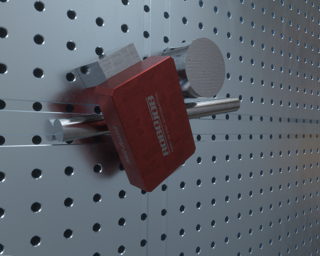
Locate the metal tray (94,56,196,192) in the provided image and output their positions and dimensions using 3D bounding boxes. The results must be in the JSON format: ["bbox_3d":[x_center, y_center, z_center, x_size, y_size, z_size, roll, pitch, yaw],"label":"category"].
[{"bbox_3d":[-0.010,-0.005,0.349,0.091,0.030,0.129,-37,124,-33],"label":"metal tray"}]

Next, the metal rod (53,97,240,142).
[{"bbox_3d":[0.009,-0.018,0.419,0.302,0.025,0.025,-10,97,-40],"label":"metal rod"}]

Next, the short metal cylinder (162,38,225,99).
[{"bbox_3d":[0.046,-0.081,0.433,0.081,0.050,0.079,0,90,-40],"label":"short metal cylinder"}]

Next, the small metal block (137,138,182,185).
[{"bbox_3d":[-0.003,0.040,0.407,0.050,0.025,0.050,-30,109,-36],"label":"small metal block"}]

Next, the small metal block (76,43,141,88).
[{"bbox_3d":[-0.057,-0.069,0.346,0.050,0.050,0.025,-39,114,-33],"label":"small metal block"}]
